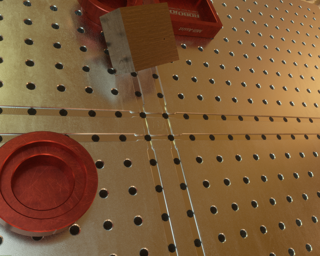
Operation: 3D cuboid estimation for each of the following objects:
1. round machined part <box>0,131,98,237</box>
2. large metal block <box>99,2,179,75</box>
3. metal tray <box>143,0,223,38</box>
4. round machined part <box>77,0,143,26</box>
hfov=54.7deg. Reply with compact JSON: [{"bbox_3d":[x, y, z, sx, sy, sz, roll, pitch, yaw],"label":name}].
[{"bbox_3d":[-0.114,0.056,0.302,0.099,0.042,0.098,14,56,-21],"label":"round machined part"},{"bbox_3d":[-0.027,-0.124,0.431,0.081,0.050,0.080,-24,107,-36],"label":"large metal block"},{"bbox_3d":[0.040,-0.209,0.553,0.131,0.030,0.090,-5,64,-30],"label":"metal tray"},{"bbox_3d":[-0.080,-0.193,0.472,0.099,0.042,0.098,14,56,-21],"label":"round machined part"}]
